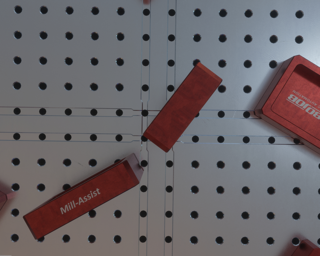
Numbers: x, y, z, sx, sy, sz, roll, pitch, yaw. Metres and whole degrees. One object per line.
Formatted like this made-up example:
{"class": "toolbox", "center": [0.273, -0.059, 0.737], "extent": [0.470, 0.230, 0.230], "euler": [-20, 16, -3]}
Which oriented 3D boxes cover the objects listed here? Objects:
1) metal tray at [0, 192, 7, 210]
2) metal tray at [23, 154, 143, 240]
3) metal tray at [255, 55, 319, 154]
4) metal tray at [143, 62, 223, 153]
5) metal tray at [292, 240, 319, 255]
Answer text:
{"class": "metal tray", "center": [-0.280, 0.124, 0.409], "extent": [0.090, 0.030, 0.130], "euler": [33, 90, 0]}
{"class": "metal tray", "center": [-0.086, 0.079, 0.380], "extent": [0.130, 0.090, 0.030], "euler": [-29, 90, 0]}
{"class": "metal tray", "center": [0.206, -0.025, 0.412], "extent": [0.130, 0.030, 0.090], "euler": [32, 90, 0]}
{"class": "metal tray", "center": [0.022, -0.020, 0.361], "extent": [0.030, 0.130, 0.090], "euler": [37, 90, 0]}
{"class": "metal tray", "center": [0.226, 0.225, 0.412], "extent": [0.130, 0.030, 0.090], "euler": [36, 90, 0]}
